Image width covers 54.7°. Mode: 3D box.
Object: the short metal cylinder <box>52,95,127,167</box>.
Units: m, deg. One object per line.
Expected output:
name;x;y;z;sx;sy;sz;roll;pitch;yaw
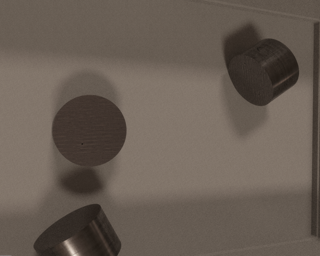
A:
short metal cylinder;-0.085;0.003;0.366;0.081;0.050;0.079;0;90;-21

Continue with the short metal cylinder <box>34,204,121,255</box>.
short metal cylinder;-0.091;0.130;0.348;0.080;0.080;0.050;-29;100;-18

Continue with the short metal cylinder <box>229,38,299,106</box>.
short metal cylinder;0.145;-0.078;0.436;0.050;0.080;0.080;-33;101;-17
